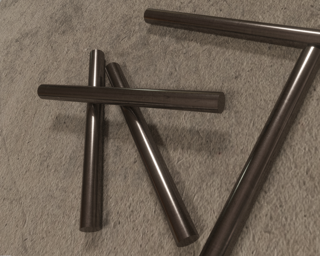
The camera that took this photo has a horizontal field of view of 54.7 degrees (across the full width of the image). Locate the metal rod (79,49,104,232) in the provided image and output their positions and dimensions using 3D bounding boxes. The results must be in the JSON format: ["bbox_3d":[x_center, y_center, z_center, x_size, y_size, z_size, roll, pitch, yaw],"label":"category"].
[{"bbox_3d":[-0.096,-0.003,0.453,0.025,0.025,0.299,-18,55,18],"label":"metal rod"}]

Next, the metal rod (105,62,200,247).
[{"bbox_3d":[-0.024,0.010,0.408,0.025,0.025,0.300,-32,52,7],"label":"metal rod"}]

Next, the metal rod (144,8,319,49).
[{"bbox_3d":[0.094,-0.144,0.442,0.300,0.025,0.025,23,74,36],"label":"metal rod"}]

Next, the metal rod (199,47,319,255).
[{"bbox_3d":[0.104,0.038,0.325,0.025,0.025,0.300,21,72,35],"label":"metal rod"}]

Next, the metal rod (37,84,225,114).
[{"bbox_3d":[-0.059,-0.044,0.426,0.300,0.025,0.025,7,65,30],"label":"metal rod"}]
